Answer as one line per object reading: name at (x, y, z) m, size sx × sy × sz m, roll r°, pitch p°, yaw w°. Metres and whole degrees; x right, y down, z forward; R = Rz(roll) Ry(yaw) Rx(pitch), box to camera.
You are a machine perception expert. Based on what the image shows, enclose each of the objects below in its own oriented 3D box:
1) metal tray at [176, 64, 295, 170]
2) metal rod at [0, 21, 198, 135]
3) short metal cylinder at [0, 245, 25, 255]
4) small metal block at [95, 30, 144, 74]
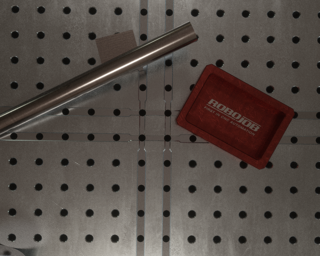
metal tray at (0.097, -0.014, 0.412) m, size 0.130 × 0.030 × 0.090 m, roll 29°, pitch 90°, yaw -1°
metal rod at (-0.096, -0.056, 0.391) m, size 0.301 × 0.025 × 0.025 m, roll -24°, pitch 90°, yaw 8°
short metal cylinder at (-0.214, 0.186, 0.383) m, size 0.080 × 0.080 × 0.050 m, roll 16°, pitch 90°, yaw -1°
small metal block at (-0.053, -0.097, 0.413) m, size 0.050 × 0.025 × 0.050 m, roll -15°, pitch 90°, yaw -1°
